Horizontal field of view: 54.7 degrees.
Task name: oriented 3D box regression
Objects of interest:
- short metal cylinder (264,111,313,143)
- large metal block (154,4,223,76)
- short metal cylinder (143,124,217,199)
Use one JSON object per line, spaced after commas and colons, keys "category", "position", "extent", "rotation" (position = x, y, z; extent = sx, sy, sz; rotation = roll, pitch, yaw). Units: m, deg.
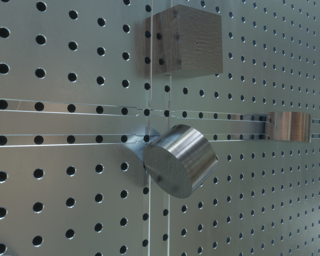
{"category": "short metal cylinder", "position": [0.235, 0.000, 0.570], "extent": [0.081, 0.080, 0.050], "rotation": [8, 85, -40]}
{"category": "large metal block", "position": [0.040, -0.115, 0.426], "extent": [0.081, 0.050, 0.079], "rotation": [-4, 93, -40]}
{"category": "short metal cylinder", "position": [0.024, 0.042, 0.394], "extent": [0.050, 0.080, 0.080], "rotation": [-37, 113, -34]}
